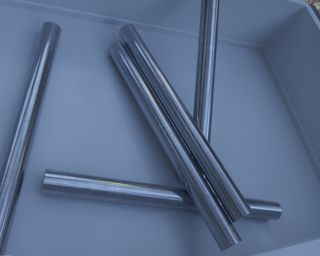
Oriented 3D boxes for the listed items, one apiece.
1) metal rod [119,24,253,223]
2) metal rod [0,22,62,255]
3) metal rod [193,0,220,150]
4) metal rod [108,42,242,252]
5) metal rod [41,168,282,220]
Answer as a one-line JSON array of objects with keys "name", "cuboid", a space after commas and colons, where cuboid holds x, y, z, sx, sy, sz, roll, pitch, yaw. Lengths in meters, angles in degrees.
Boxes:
[{"name": "metal rod", "cuboid": [0.021, -0.022, 0.394, 0.025, 0.025, 0.299, -14, 62, -34]}, {"name": "metal rod", "cuboid": [-0.144, -0.003, 0.329, 0.025, 0.025, 0.299, 14, 56, -21]}, {"name": "metal rod", "cuboid": [0.061, -0.078, 0.412, 0.025, 0.025, 0.298, 8, 82, -25]}, {"name": "metal rod", "cuboid": [0.007, 0.006, 0.386, 0.025, 0.025, 0.299, -14, 62, -34]}, {"name": "metal rod", "cuboid": [0.020, 0.083, 0.366, 0.302, 0.025, 0.025, 12, 57, -22]}]
